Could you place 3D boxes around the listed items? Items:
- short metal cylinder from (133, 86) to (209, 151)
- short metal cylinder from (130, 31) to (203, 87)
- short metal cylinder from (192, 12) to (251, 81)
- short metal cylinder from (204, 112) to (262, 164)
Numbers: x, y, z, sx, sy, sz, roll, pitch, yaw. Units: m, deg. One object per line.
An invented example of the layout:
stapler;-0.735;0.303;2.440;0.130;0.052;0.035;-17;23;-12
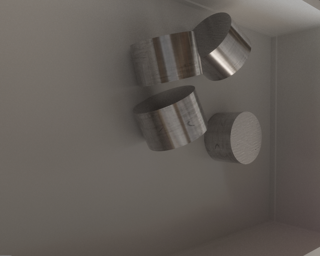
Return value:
short metal cylinder;0.013;-0.013;0.382;0.081;0.080;0.050;-35;112;-34
short metal cylinder;0.008;-0.083;0.377;0.081;0.080;0.050;-21;103;-38
short metal cylinder;0.080;-0.114;0.437;0.050;0.080;0.080;35;68;-35
short metal cylinder;0.115;0.015;0.487;0.081;0.050;0.080;0;90;-40
